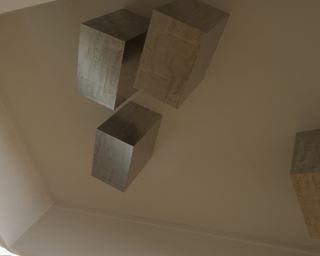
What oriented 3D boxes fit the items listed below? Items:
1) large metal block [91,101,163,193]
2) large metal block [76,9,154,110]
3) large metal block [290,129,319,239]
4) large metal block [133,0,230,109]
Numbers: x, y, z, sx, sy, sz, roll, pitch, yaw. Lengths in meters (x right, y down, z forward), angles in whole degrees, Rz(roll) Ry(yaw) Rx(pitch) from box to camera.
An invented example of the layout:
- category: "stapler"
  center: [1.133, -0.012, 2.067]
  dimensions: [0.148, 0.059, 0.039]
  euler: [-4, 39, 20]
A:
- category: "large metal block"
  center: [-0.044, 0.023, 0.410]
  dimensions: [0.050, 0.080, 0.079]
  euler: [25, 127, 13]
- category: "large metal block"
  center: [-0.047, -0.079, 0.349]
  dimensions: [0.050, 0.080, 0.079]
  euler: [26, 128, 12]
- category: "large metal block"
  center: [0.173, 0.054, 0.315]
  dimensions: [0.050, 0.080, 0.080]
  euler: [-12, 112, 33]
- category: "large metal block"
  center: [0.022, -0.078, 0.313]
  dimensions: [0.050, 0.080, 0.079]
  euler: [28, 128, 11]
